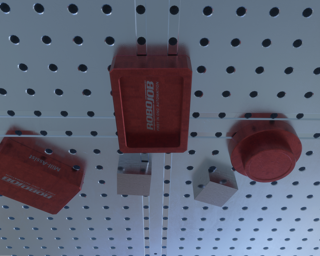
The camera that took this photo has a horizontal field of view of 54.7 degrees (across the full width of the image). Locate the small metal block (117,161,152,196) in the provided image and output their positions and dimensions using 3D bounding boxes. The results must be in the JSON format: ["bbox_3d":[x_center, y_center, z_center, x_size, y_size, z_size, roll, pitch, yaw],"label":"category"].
[{"bbox_3d":[-0.040,0.078,0.478,0.050,0.025,0.050,4,130,-3],"label":"small metal block"}]

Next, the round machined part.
[{"bbox_3d":[0.149,0.039,0.435,0.099,0.042,0.097,0,130,0],"label":"round machined part"}]

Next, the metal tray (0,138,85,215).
[{"bbox_3d":[-0.195,0.078,0.473,0.131,0.030,0.090,31,124,-24],"label":"metal tray"}]

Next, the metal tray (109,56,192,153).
[{"bbox_3d":[-0.009,-0.025,0.386,0.091,0.030,0.129,-1,130,0],"label":"metal tray"}]

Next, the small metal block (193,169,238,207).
[{"bbox_3d":[0.088,0.097,0.495,0.050,0.025,0.050,19,128,-16],"label":"small metal block"}]
